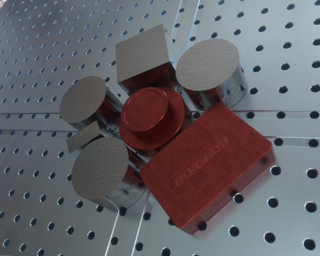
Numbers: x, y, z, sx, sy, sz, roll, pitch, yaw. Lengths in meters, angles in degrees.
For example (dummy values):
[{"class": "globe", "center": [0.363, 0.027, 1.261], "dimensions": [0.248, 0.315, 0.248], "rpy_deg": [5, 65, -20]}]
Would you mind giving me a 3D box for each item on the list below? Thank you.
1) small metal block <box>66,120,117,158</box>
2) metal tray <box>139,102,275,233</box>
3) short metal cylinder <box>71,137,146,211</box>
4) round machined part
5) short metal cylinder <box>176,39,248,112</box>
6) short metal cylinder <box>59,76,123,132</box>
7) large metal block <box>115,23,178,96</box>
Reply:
[{"class": "small metal block", "center": [-0.090, 0.023, 0.424], "dimensions": [0.050, 0.050, 0.025], "rpy_deg": [-33, 52, 7]}, {"class": "metal tray", "center": [0.050, 0.041, 0.352], "dimensions": [0.130, 0.030, 0.090], "rpy_deg": [-42, 51, -1]}, {"class": "short metal cylinder", "center": [-0.062, 0.058, 0.389], "dimensions": [0.080, 0.050, 0.080], "rpy_deg": [-13, 56, 21]}, {"class": "round machined part", "center": [-0.013, -0.016, 0.413], "dimensions": [0.098, 0.042, 0.098], "rpy_deg": [-13, 56, 21]}, {"class": "short metal cylinder", "center": [0.067, -0.067, 0.397], "dimensions": [0.080, 0.050, 0.080], "rpy_deg": [-13, 56, 21]}, {"class": "short metal cylinder", "center": [-0.101, -0.030, 0.463], "dimensions": [0.080, 0.050, 0.080], "rpy_deg": [-13, 56, 21]}, {"class": "large metal block", "center": [-0.017, -0.096, 0.461], "dimensions": [0.080, 0.050, 0.080], "rpy_deg": [-19, 54, 17]}]
